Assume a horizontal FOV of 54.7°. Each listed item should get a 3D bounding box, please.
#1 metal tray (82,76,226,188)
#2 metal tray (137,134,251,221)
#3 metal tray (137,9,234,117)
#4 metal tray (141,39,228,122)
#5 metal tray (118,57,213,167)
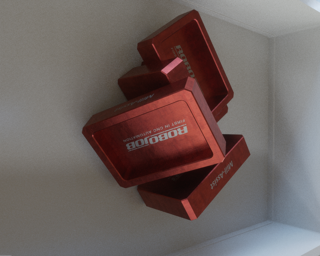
[{"bbox_3d":[-0.006,0.010,0.334,0.090,0.130,0.030,60,25,-23],"label":"metal tray"},{"bbox_3d":[0.045,0.055,0.402,0.131,0.090,0.030,-40,115,-33],"label":"metal tray"},{"bbox_3d":[0.038,-0.071,0.396,0.090,0.030,0.130,-44,116,-31],"label":"metal tray"},{"bbox_3d":[0.039,-0.055,0.438,0.090,0.030,0.130,-41,114,-31],"label":"metal tray"},{"bbox_3d":[0.014,-0.015,0.374,0.030,0.090,0.130,-45,117,-31],"label":"metal tray"}]
